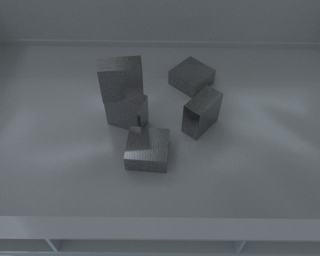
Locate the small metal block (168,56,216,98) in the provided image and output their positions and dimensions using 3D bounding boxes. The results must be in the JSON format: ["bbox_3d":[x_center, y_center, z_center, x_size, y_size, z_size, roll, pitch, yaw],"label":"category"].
[{"bbox_3d":[0.048,-0.077,0.471,0.050,0.025,0.050,36,58,26],"label":"small metal block"}]

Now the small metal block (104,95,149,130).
[{"bbox_3d":[-0.044,-0.023,0.408,0.050,0.050,0.025,17,52,13],"label":"small metal block"}]

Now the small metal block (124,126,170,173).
[{"bbox_3d":[-0.015,0.026,0.383,0.050,0.025,0.050,4,50,3],"label":"small metal block"}]

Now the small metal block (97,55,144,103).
[{"bbox_3d":[-0.046,-0.058,0.372,0.050,0.050,0.025,-5,50,-4],"label":"small metal block"}]

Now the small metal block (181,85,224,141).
[{"bbox_3d":[0.055,-0.019,0.406,0.025,0.050,0.050,34,58,24],"label":"small metal block"}]
